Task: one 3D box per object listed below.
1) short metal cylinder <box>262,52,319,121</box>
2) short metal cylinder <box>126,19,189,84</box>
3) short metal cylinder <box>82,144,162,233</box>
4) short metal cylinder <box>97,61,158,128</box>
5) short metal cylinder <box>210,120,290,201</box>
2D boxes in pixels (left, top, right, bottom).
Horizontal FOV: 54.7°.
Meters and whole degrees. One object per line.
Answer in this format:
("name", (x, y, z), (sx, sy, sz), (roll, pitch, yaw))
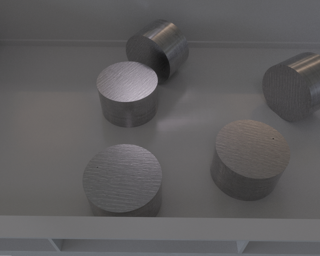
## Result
("short metal cylinder", (0.186, -0.055, 0.417), (0.050, 0.080, 0.080), (-26, 55, -20))
("short metal cylinder", (-0.004, -0.114, 0.465), (0.080, 0.080, 0.050), (28, 56, 21))
("short metal cylinder", (-0.038, 0.064, 0.334), (0.080, 0.050, 0.080), (0, 50, 0))
("short metal cylinder", (-0.043, -0.047, 0.428), (0.080, 0.050, 0.080), (0, 50, 0))
("short metal cylinder", (0.101, 0.037, 0.358), (0.080, 0.050, 0.080), (0, 50, 0))
